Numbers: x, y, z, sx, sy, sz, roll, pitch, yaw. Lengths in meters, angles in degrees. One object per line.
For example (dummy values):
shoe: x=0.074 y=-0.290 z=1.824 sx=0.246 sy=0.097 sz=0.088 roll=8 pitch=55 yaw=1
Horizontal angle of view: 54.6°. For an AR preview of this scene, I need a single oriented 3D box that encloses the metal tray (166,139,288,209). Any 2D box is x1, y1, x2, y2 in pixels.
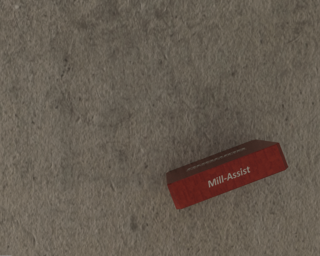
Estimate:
metal tray: x=0.074 y=0.052 z=0.377 sx=0.131 sy=0.090 sz=0.030 roll=-21 pitch=90 yaw=0
